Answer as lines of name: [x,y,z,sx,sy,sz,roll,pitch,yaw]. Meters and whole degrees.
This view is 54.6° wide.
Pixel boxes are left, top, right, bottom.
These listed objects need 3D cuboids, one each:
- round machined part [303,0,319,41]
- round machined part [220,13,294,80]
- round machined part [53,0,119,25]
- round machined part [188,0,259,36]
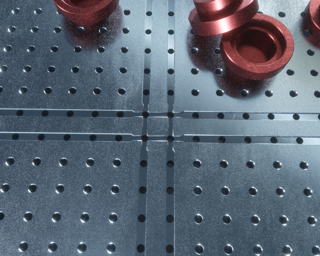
round machined part: [0.275,-0.175,0.468,0.099,0.042,0.098,0,70,0]
round machined part: [0.135,-0.111,0.444,0.099,0.042,0.098,0,70,0]
round machined part: [-0.111,-0.200,0.475,0.099,0.042,0.098,0,70,0]
round machined part: [0.086,-0.175,0.441,0.098,0.042,0.098,-18,36,14]
